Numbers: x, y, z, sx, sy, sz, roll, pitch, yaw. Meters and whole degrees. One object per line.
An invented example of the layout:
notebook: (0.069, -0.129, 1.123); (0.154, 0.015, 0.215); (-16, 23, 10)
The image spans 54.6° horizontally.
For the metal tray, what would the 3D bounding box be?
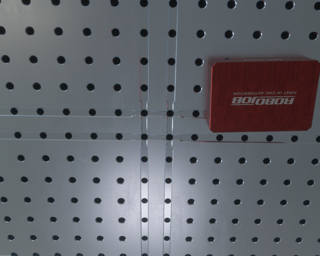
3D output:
metal tray: (0.128, -0.042, 0.396); (0.131, 0.030, 0.089); (-1, 110, 0)
